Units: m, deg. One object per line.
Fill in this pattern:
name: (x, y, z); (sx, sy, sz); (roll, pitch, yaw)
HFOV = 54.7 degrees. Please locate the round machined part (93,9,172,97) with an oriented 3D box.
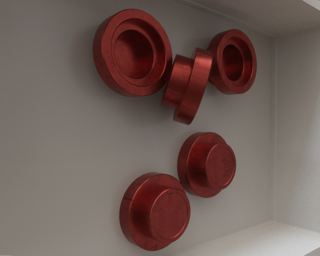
round machined part: (-0.035, -0.085, 0.365); (0.099, 0.042, 0.097); (0, 90, -40)

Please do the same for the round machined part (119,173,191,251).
round machined part: (0.001, 0.108, 0.396); (0.099, 0.042, 0.097); (0, 90, -40)

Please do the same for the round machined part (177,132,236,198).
round machined part: (0.076, 0.055, 0.459); (0.099, 0.042, 0.097); (0, 90, -40)

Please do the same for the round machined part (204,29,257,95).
round machined part: (0.105, -0.100, 0.483); (0.099, 0.042, 0.097); (0, 90, -40)

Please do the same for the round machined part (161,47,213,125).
round machined part: (0.031, -0.056, 0.397); (0.042, 0.098, 0.098); (17, 77, -2)
